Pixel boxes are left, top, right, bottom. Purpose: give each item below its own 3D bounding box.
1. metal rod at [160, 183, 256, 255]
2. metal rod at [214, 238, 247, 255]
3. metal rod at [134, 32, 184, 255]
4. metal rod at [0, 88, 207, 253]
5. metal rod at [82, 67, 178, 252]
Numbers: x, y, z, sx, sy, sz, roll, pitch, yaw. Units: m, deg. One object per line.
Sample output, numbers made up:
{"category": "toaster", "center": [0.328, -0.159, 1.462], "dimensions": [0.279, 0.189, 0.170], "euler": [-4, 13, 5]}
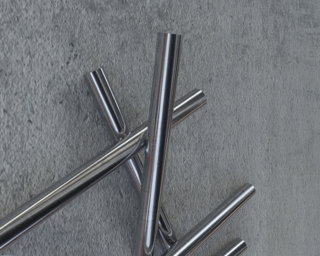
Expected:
{"category": "metal rod", "center": [0.055, 0.145, 0.424], "dimensions": [0.302, 0.025, 0.025], "euler": [-22, 104, -46]}
{"category": "metal rod", "center": [0.023, 0.234, 0.423], "dimensions": [0.302, 0.025, 0.025], "euler": [-19, 103, -38]}
{"category": "metal rod", "center": [-0.007, 0.050, 0.343], "dimensions": [0.025, 0.025, 0.298], "euler": [-8, 112, -40]}
{"category": "metal rod", "center": [-0.061, 0.039, 0.327], "dimensions": [0.302, 0.025, 0.025], "euler": [-35, 112, -26]}
{"category": "metal rod", "center": [-0.021, 0.069, 0.386], "dimensions": [0.025, 0.025, 0.299], "euler": [-34, 111, -35]}
